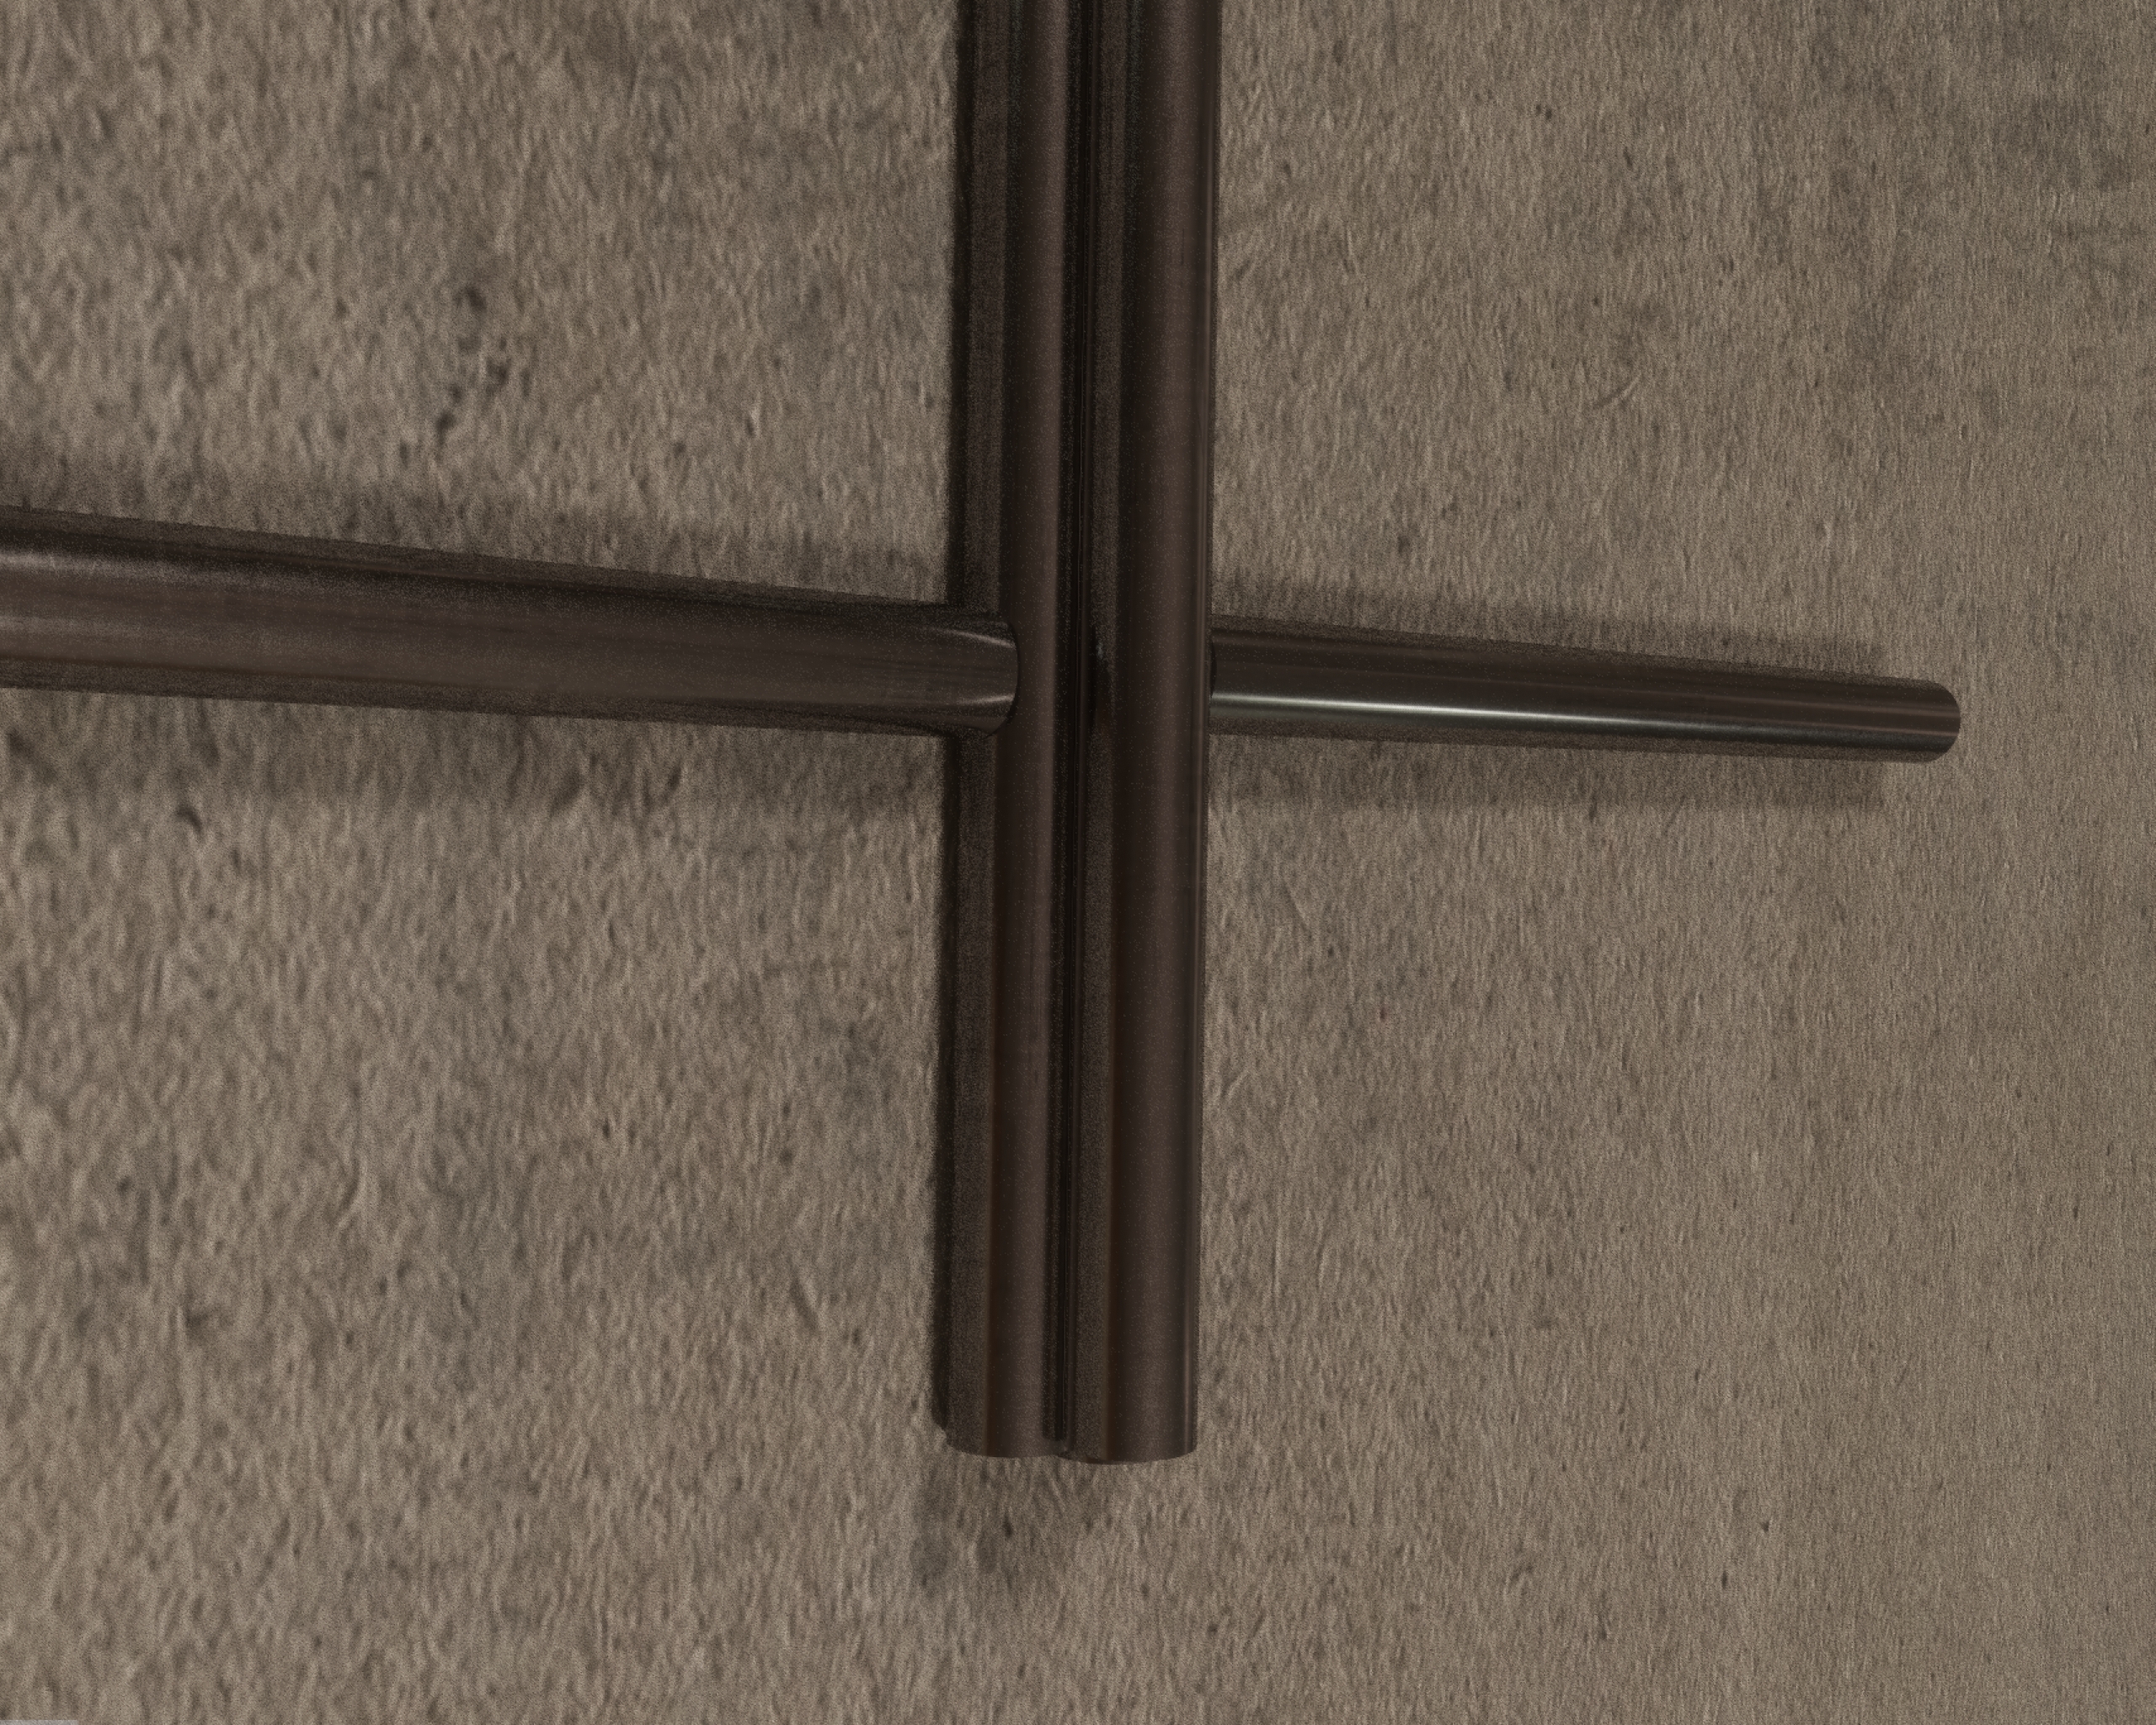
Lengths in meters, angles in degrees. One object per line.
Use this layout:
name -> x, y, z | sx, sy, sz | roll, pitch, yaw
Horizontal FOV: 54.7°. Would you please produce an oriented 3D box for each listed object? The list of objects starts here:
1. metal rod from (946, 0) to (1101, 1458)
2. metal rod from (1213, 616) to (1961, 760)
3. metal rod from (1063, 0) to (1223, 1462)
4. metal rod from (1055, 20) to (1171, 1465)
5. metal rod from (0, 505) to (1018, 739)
metal rod -> -0.010, -0.039, 0.401 | 0.025, 0.025, 0.298 | 2, 89, -40
metal rod -> 0.135, -0.040, 0.522 | 0.302, 0.025, 0.025 | -1, 91, -40
metal rod -> 0.013, -0.040, 0.392 | 0.025, 0.025, 0.298 | 2, 89, -40
metal rod -> 0.009, -0.033, 0.417 | 0.025, 0.025, 0.298 | 2, 89, -40
metal rod -> -0.134, -0.036, 0.294 | 0.302, 0.025, 0.025 | 0, 90, -40
